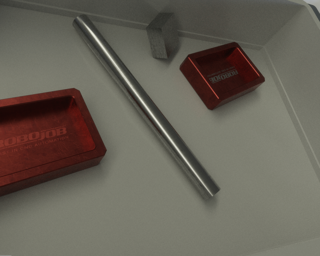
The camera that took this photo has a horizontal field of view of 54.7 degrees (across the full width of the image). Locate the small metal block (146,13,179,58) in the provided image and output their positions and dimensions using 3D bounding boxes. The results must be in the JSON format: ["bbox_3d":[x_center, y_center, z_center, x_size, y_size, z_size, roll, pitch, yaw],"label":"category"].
[{"bbox_3d":[0.005,-0.143,0.479,0.025,0.050,0.050,9,47,24],"label":"small metal block"}]

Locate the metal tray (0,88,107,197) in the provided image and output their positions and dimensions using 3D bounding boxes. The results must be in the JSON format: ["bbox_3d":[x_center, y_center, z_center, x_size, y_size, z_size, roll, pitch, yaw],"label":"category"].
[{"bbox_3d":[-0.134,0.012,0.323,0.131,0.030,0.090,-16,70,-35],"label":"metal tray"}]

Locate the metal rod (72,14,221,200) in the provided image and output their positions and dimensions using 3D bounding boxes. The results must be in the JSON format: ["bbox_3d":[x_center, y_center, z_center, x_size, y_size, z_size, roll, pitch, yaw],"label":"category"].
[{"bbox_3d":[-0.023,-0.033,0.414,0.025,0.025,0.299,-30,79,-38],"label":"metal rod"}]

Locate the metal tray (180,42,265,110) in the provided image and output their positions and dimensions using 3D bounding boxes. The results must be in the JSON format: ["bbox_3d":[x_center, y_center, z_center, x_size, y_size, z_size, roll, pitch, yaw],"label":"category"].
[{"bbox_3d":[0.107,-0.091,0.517,0.131,0.030,0.090,-24,75,-37],"label":"metal tray"}]
